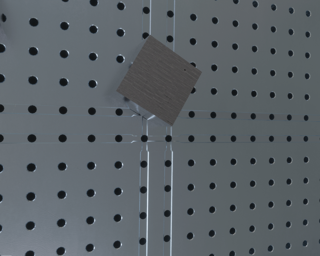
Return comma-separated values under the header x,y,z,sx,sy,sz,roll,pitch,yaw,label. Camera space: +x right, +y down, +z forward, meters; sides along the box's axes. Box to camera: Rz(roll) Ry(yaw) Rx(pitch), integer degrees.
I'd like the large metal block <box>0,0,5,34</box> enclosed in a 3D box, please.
x,y,z,sx,sy,sz,roll,pitch,yaw,label
-0.206,-0.130,0.307,0.081,0.080,0.050,-6,92,-20,large metal block

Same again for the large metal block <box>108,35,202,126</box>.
x,y,z,sx,sy,sz,roll,pitch,yaw,label
-0.007,-0.057,0.396,0.080,0.050,0.080,32,80,-17,large metal block
